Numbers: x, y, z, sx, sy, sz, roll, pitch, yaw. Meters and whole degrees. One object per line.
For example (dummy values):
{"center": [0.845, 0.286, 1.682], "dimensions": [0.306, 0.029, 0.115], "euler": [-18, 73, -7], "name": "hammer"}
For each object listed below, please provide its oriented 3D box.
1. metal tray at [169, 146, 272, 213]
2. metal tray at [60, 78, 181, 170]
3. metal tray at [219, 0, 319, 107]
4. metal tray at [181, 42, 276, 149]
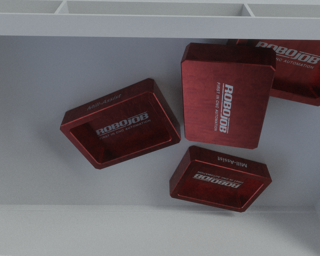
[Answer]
{"center": [0.090, 0.082, 0.475], "dimensions": [0.131, 0.030, 0.089], "euler": [15, 129, -13], "name": "metal tray"}
{"center": [-0.049, -0.001, 0.404], "dimensions": [0.130, 0.030, 0.090], "euler": [-20, 128, 16], "name": "metal tray"}
{"center": [0.139, -0.078, 0.339], "dimensions": [0.131, 0.030, 0.089], "euler": [11, 129, -9], "name": "metal tray"}
{"center": [0.073, -0.031, 0.352], "dimensions": [0.090, 0.030, 0.129], "euler": [7, 141, 13], "name": "metal tray"}
